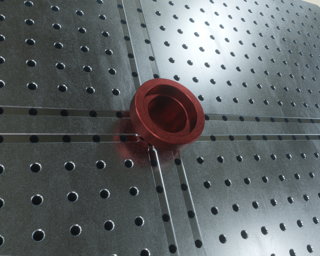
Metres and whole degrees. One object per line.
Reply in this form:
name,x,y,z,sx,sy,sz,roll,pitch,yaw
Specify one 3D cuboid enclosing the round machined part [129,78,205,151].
round machined part,0.006,-0.014,0.407,0.099,0.042,0.098,13,56,-21
